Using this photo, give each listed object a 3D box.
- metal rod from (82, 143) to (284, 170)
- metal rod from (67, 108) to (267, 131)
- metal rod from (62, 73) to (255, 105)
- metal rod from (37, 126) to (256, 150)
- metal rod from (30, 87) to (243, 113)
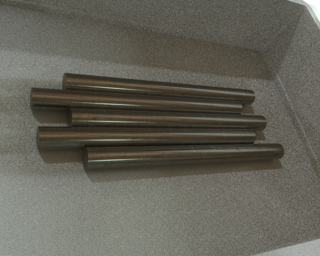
[{"bbox_3d":[0.051,0.035,0.412,0.303,0.025,0.025,1,62,-28],"label":"metal rod"},{"bbox_3d":[0.029,-0.009,0.427,0.303,0.025,0.025,1,62,-28],"label":"metal rod"},{"bbox_3d":[0.017,-0.053,0.447,0.303,0.025,0.025,1,62,-28],"label":"metal rod"},{"bbox_3d":[0.004,0.012,0.400,0.303,0.025,0.025,1,62,-28],"label":"metal rod"},{"bbox_3d":[-0.011,-0.032,0.419,0.303,0.025,0.025,1,62,-28],"label":"metal rod"}]
